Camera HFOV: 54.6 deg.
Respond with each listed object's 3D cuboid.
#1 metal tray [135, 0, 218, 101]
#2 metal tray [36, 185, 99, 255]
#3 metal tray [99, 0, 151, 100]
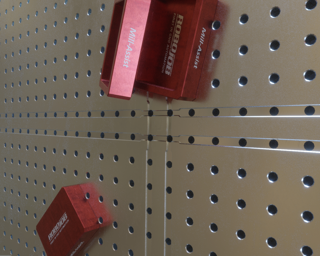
[{"bbox_3d":[0.014,-0.107,0.395,0.090,0.030,0.129,20,103,38],"label":"metal tray"},{"bbox_3d":[-0.166,0.174,0.545,0.129,0.030,0.090,-52,60,27],"label":"metal tray"},{"bbox_3d":[-0.051,-0.111,0.420,0.090,0.030,0.129,-138,59,-65],"label":"metal tray"}]
